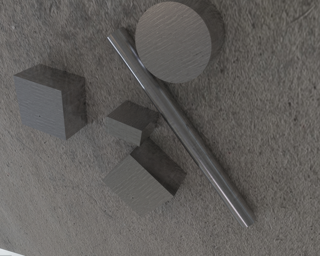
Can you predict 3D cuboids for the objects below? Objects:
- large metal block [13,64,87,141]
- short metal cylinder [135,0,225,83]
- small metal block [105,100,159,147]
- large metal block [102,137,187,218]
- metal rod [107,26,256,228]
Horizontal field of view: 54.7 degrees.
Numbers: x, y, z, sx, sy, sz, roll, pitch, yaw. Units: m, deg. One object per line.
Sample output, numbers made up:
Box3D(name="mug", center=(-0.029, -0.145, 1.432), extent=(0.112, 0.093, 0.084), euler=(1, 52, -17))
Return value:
Box3D(name="large metal block", center=(-0.156, -0.039, 0.449), extent=(0.080, 0.050, 0.079), euler=(18, 126, 17))
Box3D(name="short metal cylinder", center=(0.022, -0.093, 0.322), extent=(0.080, 0.050, 0.079), euler=(13, 124, 21))
Box3D(name="small metal block", center=(-0.036, -0.007, 0.405), extent=(0.050, 0.050, 0.025), euler=(22, 127, 15))
Box3D(name="large metal block", center=(-0.023, 0.071, 0.447), extent=(0.080, 0.050, 0.080), euler=(44, 129, -3))
Box3D(name="metal rod", center=(0.033, 0.007, 0.393), extent=(0.025, 0.025, 0.299), euler=(-27, 104, 37))
